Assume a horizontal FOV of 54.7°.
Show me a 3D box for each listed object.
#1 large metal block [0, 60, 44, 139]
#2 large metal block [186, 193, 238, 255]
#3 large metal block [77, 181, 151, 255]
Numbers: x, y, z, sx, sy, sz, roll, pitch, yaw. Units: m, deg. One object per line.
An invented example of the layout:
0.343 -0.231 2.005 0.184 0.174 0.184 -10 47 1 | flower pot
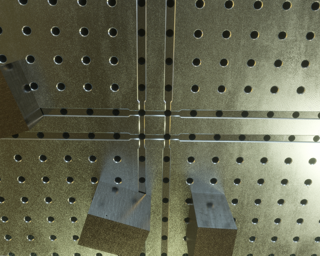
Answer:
-0.207 -0.031 0.386 0.080 0.050 0.080 -16 110 5 | large metal block
0.069 0.149 0.440 0.050 0.080 0.079 4 110 -2 | large metal block
-0.059 0.125 0.430 0.080 0.080 0.050 18 109 -7 | large metal block
